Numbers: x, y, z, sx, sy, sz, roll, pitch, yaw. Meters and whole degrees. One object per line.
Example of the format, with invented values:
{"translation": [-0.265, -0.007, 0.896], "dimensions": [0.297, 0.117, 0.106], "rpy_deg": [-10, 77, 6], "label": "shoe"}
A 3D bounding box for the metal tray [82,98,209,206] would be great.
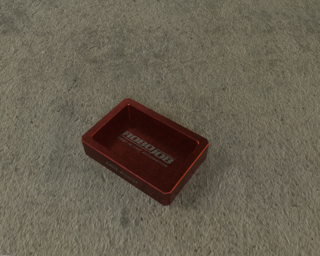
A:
{"translation": [-0.018, 0.023, 0.381], "dimensions": [0.130, 0.030, 0.090], "rpy_deg": [29, 55, 22], "label": "metal tray"}
